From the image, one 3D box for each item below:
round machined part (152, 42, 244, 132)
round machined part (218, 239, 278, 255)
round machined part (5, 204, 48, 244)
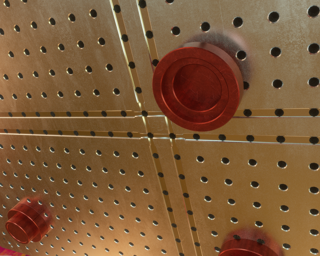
[{"bbox_3d":[0.044,-0.048,0.348,0.098,0.042,0.097,13,124,21],"label":"round machined part"},{"bbox_3d":[0.133,0.218,0.465,0.098,0.042,0.097,13,124,21],"label":"round machined part"},{"bbox_3d":[-0.308,0.224,0.703,0.098,0.042,0.097,13,124,21],"label":"round machined part"}]
